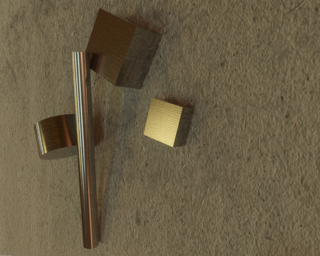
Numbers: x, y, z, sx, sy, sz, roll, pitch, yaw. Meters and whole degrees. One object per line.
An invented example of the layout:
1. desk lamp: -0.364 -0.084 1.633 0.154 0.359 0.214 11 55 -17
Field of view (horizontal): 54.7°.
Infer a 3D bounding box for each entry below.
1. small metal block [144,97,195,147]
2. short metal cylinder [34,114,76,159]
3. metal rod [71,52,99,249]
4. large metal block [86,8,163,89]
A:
1. small metal block: 0.011 -0.008 0.394 0.050 0.025 0.050 22 104 37
2. short metal cylinder: -0.154 0.015 0.493 0.080 0.081 0.050 -25 75 37
3. metal rod: -0.109 0.041 0.457 0.025 0.025 0.298 12 108 39
4. large metal block: -0.055 -0.109 0.432 0.080 0.050 0.079 37 112 33
